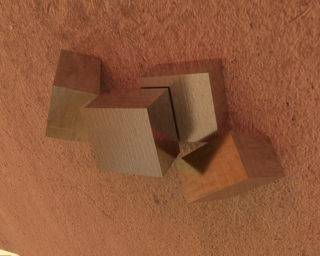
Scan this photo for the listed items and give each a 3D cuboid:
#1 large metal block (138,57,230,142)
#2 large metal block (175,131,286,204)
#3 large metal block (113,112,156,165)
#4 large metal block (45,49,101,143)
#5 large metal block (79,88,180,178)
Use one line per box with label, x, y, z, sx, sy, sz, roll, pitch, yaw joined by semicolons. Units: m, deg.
large metal block;0.031;-0.031;0.356;0.080;0.050;0.080;0;119;27
large metal block;0.079;0.046;0.350;0.080;0.081;0.050;-35;61;38
large metal block;-0.032;0.005;0.408;0.080;0.050;0.080;0;119;27
large metal block;-0.110;-0.041;0.395;0.050;0.080;0.079;10;130;-18
large metal block;-0.030;0.003;0.341;0.080;0.050;0.079;2;120;27
